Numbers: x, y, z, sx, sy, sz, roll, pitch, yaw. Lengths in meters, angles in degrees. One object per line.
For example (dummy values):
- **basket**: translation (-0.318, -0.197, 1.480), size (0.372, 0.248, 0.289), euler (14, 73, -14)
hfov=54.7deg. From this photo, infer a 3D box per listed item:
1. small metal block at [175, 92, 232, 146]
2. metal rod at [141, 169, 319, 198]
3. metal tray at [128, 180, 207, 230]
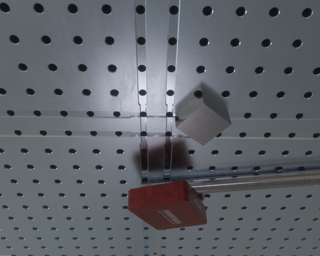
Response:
- **small metal block**: translation (0.056, -0.011, 0.403), size (0.050, 0.025, 0.050), euler (33, 123, -25)
- **metal rod**: translation (0.121, 0.086, 0.486), size (0.302, 0.025, 0.025), euler (-5, 130, 4)
- **metal tray**: translation (0.016, 0.126, 0.489), size (0.090, 0.030, 0.130), euler (-12, 146, 15)
